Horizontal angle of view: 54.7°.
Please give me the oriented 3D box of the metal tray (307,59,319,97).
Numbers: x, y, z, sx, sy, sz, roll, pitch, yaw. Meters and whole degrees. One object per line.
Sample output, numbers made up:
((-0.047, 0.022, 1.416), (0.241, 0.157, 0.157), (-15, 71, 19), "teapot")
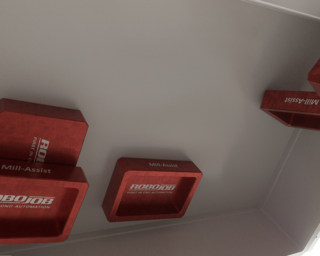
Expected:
((0.221, -0.051, 0.331), (0.130, 0.030, 0.090), (35, 92, -35), "metal tray")

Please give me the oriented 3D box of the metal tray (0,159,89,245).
((-0.154, 0.080, 0.331), (0.131, 0.030, 0.089), (12, 113, -33), "metal tray")

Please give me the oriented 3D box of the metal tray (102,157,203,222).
((-0.010, 0.092, 0.456), (0.131, 0.030, 0.089), (7, 115, -32), "metal tray")

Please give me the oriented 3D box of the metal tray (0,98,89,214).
((-0.144, 0.037, 0.350), (0.091, 0.030, 0.129), (9, 114, -32), "metal tray")

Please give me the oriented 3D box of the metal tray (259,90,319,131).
((0.225, -0.022, 0.448), (0.090, 0.130, 0.030), (24, 83, -37), "metal tray")
